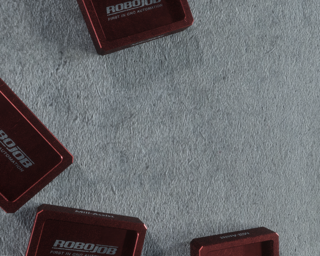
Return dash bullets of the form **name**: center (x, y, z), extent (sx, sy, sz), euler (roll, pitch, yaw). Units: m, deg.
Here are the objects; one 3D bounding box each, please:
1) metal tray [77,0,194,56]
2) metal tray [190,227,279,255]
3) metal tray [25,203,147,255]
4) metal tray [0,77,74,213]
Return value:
- **metal tray**: center (-0.031, -0.155, 0.394), extent (0.131, 0.030, 0.090), euler (-23, 98, -19)
- **metal tray**: center (0.110, 0.200, 0.446), extent (0.131, 0.030, 0.089), euler (-2, 91, -20)
- **metal tray**: center (-0.090, 0.148, 0.373), extent (0.131, 0.030, 0.090), euler (15, 85, -20)
- **metal tray**: center (-0.173, 0.017, 0.342), extent (0.090, 0.030, 0.130), euler (-43, 104, -15)
